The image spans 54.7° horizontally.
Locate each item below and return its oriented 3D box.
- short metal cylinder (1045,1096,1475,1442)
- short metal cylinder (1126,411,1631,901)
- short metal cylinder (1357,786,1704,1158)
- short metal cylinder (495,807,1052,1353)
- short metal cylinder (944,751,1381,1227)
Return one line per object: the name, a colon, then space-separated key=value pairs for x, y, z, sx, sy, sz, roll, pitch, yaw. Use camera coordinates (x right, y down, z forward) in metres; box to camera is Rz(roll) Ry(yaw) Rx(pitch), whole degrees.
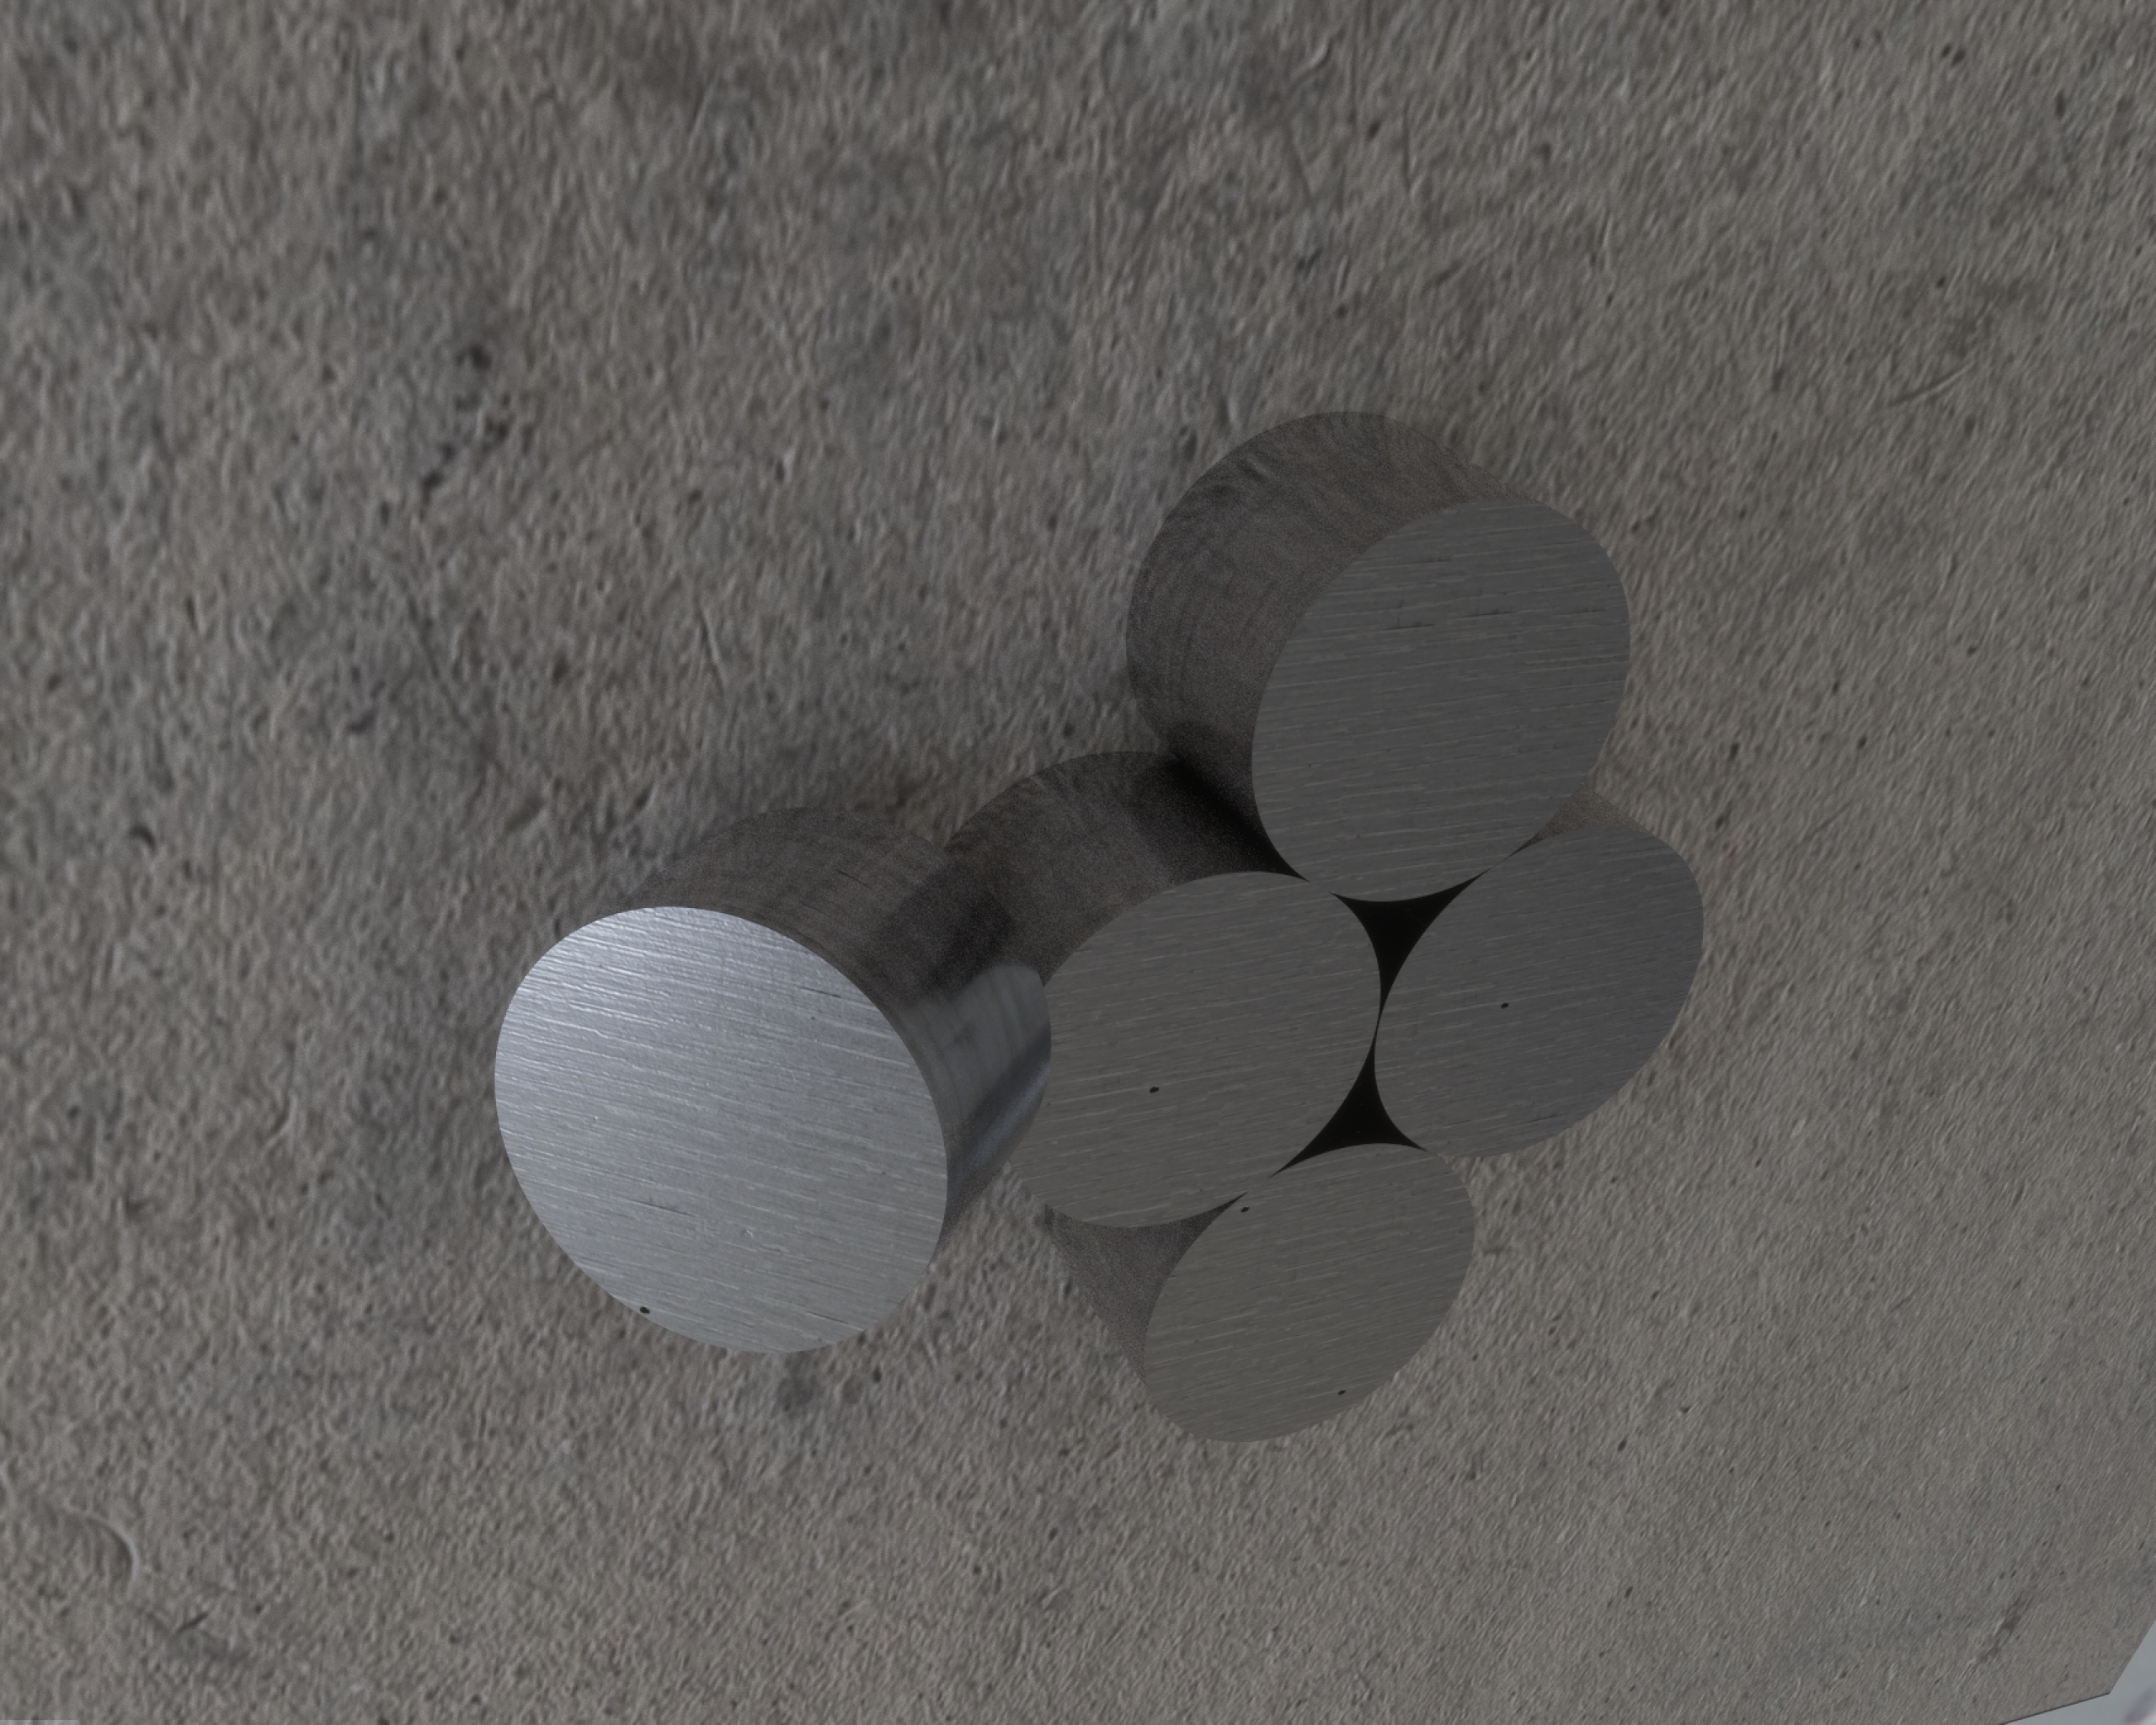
short metal cylinder: x=0.040 y=0.080 z=0.462 sx=0.081 sy=0.050 sz=0.079 roll=-14 pitch=125 yaw=-21
short metal cylinder: x=0.056 y=-0.039 z=0.397 sx=0.081 sy=0.050 sz=0.079 roll=-14 pitch=124 yaw=-21
short metal cylinder: x=0.085 y=0.016 z=0.447 sx=0.081 sy=0.050 sz=0.079 roll=-14 pitch=124 yaw=-21
short metal cylinder: x=-0.051 y=0.036 z=0.358 sx=0.080 sy=0.050 sz=0.079 roll=6 pitch=111 yaw=17
short metal cylinder: x=0.012 y=0.025 z=0.412 sx=0.081 sy=0.050 sz=0.079 roll=-14 pitch=124 yaw=-21
